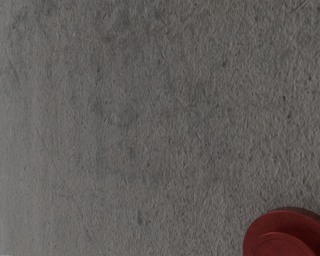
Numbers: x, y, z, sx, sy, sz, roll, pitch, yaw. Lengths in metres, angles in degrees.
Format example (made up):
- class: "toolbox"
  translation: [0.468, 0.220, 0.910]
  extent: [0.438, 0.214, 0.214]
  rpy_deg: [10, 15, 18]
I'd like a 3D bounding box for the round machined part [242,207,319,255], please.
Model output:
- class: "round machined part"
  translation: [0.123, 0.128, 0.292]
  extent: [0.098, 0.042, 0.097]
  rpy_deg: [0, 90, 40]
